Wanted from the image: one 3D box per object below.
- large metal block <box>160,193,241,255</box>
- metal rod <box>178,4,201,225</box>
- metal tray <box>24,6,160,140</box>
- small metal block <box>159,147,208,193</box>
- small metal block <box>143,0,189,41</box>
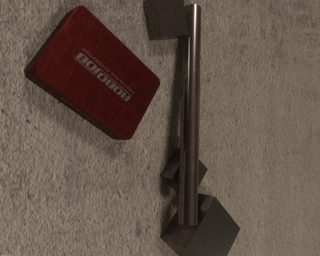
[{"bbox_3d":[0.060,0.150,0.442,0.080,0.050,0.080,52,59,-28],"label":"large metal block"},{"bbox_3d":[0.041,-0.025,0.419,0.025,0.025,0.298,11,76,-40],"label":"metal rod"},{"bbox_3d":[-0.067,-0.056,0.346,0.130,0.030,0.090,40,66,-33],"label":"metal tray"},{"bbox_3d":[0.034,0.063,0.436,0.050,0.025,0.050,48,61,-30],"label":"small metal block"},{"bbox_3d":[0.009,-0.146,0.414,0.050,0.025,0.050,-17,101,-39],"label":"small metal block"}]
